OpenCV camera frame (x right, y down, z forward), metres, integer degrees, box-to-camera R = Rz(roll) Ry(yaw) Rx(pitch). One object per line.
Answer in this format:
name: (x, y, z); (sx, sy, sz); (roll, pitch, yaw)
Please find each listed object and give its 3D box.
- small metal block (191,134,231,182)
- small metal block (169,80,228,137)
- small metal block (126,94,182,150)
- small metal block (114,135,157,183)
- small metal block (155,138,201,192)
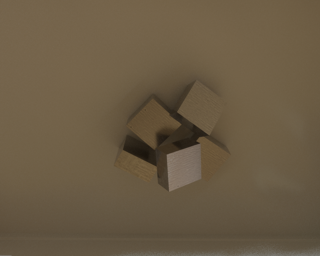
small metal block: (0.059, 0.037, 0.424); (0.050, 0.025, 0.050); (34, 106, -12)
small metal block: (0.049, -0.024, 0.390); (0.050, 0.025, 0.050); (35, 73, -13)
small metal block: (-0.008, -0.008, 0.406); (0.050, 0.025, 0.050); (42, 104, -14)
small metal block: (-0.030, 0.040, 0.410); (0.050, 0.050, 0.025); (28, 108, -10)
small metal block: (0.024, 0.045, 0.388); (0.050, 0.025, 0.050); (-16, 113, -29)
